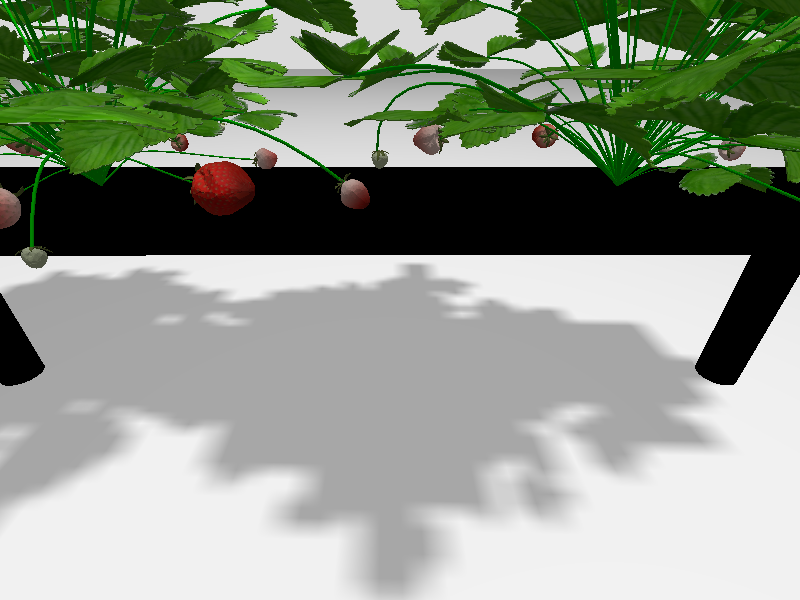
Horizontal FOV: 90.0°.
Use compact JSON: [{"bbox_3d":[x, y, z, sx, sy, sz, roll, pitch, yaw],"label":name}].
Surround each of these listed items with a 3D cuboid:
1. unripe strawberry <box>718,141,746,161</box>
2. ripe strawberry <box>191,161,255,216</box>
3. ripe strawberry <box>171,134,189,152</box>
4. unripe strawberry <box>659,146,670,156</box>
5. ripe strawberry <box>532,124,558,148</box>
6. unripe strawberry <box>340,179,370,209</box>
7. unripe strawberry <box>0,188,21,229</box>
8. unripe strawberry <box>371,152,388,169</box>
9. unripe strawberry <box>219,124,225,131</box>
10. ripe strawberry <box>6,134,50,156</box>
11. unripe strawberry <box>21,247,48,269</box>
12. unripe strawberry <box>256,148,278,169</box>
[{"bbox_3d":[0.359,-0.163,0.431,0.025,0.024,0.023,-17,35,-27],"label":"unripe strawberry"},{"bbox_3d":[-0.118,-0.075,0.272,0.037,0.036,0.040,17,35,24],"label":"ripe strawberry"},{"bbox_3d":[-0.254,-0.183,0.463,0.018,0.021,0.020,1,18,2],"label":"ripe strawberry"},{"bbox_3d":[0.291,-0.163,0.440,0.011,0.012,0.012,26,40,35],"label":"unripe strawberry"},{"bbox_3d":[0.172,-0.196,0.479,0.030,0.027,0.027,-3,22,-5],"label":"ripe strawberry"},{"bbox_3d":[-0.032,-0.076,0.290,0.020,0.023,0.023,-43,11,33],"label":"unripe strawberry"},{"bbox_3d":[-0.262,-0.058,0.250,0.035,0.030,0.035,1,32,1],"label":"unripe strawberry"},{"bbox_3d":[-0.019,-0.133,0.381,0.016,0.015,0.014,6,32,10],"label":"unripe strawberry"},{"bbox_3d":[-0.234,-0.226,0.525,0.009,0.010,0.010,4,32,6],"label":"unripe strawberry"},{"bbox_3d":[-0.422,-0.184,0.449,0.044,0.043,0.041,22,38,33],"label":"ripe strawberry"},{"bbox_3d":[-0.192,-0.022,0.210,0.010,0.011,0.011,-13,-9,-20],"label":"unripe strawberry"},{"bbox_3d":[-0.132,-0.140,0.397,0.020,0.020,0.019,-14,34,-22],"label":"unripe strawberry"}]
